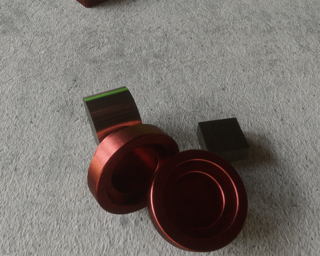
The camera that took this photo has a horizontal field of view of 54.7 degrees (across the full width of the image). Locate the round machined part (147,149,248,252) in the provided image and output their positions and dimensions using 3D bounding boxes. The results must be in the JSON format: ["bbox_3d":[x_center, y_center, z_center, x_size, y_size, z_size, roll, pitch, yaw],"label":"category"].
[{"bbox_3d":[0.035,0.074,0.316,0.099,0.042,0.098,5,68,-13],"label":"round machined part"}]

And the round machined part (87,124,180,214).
[{"bbox_3d":[-0.030,0.038,0.325,0.099,0.097,0.042,-29,43,-22],"label":"round machined part"}]

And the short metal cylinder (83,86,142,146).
[{"bbox_3d":[-0.055,-0.005,0.371,0.050,0.080,0.080,-18,53,-15],"label":"short metal cylinder"}]

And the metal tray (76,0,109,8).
[{"bbox_3d":[-0.125,-0.305,0.654,0.131,0.030,0.090,-33,58,-25],"label":"metal tray"}]

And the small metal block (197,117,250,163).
[{"bbox_3d":[0.078,0.016,0.391,0.050,0.025,0.050,-8,51,-7],"label":"small metal block"}]
